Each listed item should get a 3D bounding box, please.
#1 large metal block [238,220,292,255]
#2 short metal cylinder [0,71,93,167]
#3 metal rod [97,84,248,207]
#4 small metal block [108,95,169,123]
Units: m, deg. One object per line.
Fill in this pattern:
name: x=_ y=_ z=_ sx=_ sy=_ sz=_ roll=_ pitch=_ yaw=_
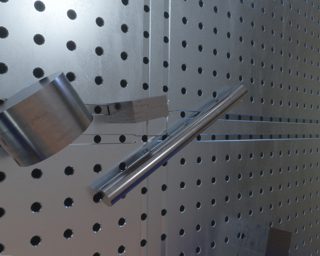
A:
large metal block: x=0.187 y=0.216 z=0.554 sx=0.080 sy=0.050 sz=0.080 roll=24 pitch=75 yaw=-38
short metal cylinder: x=-0.110 y=-0.010 z=0.283 sx=0.080 sy=0.080 sz=0.050 roll=-44 pitch=117 yaw=-31
metal rod: x=0.037 y=0.009 z=0.442 sx=0.302 sy=0.025 sz=0.025 roll=-35 pitch=112 yaw=-35
small metal block: x=-0.026 y=-0.022 z=0.373 sx=0.050 sy=0.050 sz=0.025 roll=-15 pitch=100 yaw=-39
